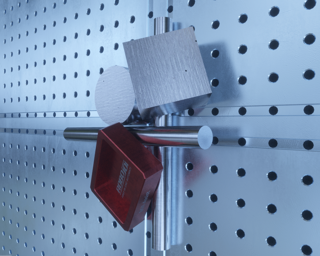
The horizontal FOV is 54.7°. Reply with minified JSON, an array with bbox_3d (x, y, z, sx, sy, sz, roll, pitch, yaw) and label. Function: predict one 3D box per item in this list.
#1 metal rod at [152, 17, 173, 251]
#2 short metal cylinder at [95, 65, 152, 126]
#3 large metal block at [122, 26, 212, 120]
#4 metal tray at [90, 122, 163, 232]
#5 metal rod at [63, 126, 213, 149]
[{"bbox_3d":[0.003,0.008,0.407,0.025,0.025,0.298,1,91,40],"label":"metal rod"},{"bbox_3d":[-0.045,-0.043,0.430,0.080,0.050,0.079,0,90,40],"label":"short metal cylinder"},{"bbox_3d":[0.008,-0.061,0.361,0.080,0.050,0.080,-14,79,-1],"label":"large metal block"},{"bbox_3d":[-0.050,0.068,0.414,0.090,0.030,0.129,42,137,25],"label":"metal tray"},{"bbox_3d":[-0.055,0.010,0.433,0.300,0.025,0.025,0,90,47],"label":"metal rod"}]
